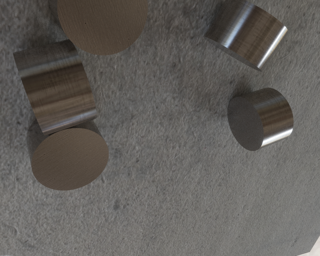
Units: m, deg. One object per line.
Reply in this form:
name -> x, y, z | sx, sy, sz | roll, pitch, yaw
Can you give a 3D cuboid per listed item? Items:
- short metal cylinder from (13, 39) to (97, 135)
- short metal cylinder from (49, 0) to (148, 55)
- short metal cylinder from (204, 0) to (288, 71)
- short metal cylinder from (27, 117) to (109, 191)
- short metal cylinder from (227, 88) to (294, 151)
short metal cylinder -> -0.098, -0.039, 0.294 | 0.050, 0.080, 0.079 | -20, 126, -17
short metal cylinder -> -0.058, -0.114, 0.289 | 0.081, 0.050, 0.079 | -14, 124, -21
short metal cylinder -> 0.098, -0.108, 0.360 | 0.080, 0.080, 0.050 | 21, 107, -36
short metal cylinder -> -0.104, 0.023, 0.349 | 0.081, 0.050, 0.079 | -14, 125, -21
short metal cylinder -> 0.141, -0.013, 0.443 | 0.050, 0.080, 0.079 | -19, 126, -18
